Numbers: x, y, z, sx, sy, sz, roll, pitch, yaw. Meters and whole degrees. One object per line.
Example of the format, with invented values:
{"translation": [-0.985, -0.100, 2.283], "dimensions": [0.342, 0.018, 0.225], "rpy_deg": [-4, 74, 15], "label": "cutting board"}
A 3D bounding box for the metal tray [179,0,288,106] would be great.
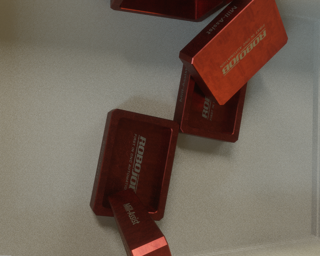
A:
{"translation": [0.097, -0.103, 0.396], "dimensions": [0.130, 0.030, 0.090], "rpy_deg": [-44, 130, -2], "label": "metal tray"}

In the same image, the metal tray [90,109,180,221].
{"translation": [-0.031, 0.047, 0.397], "dimensions": [0.091, 0.030, 0.129], "rpy_deg": [12, 86, -20], "label": "metal tray"}

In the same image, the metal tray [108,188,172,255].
{"translation": [-0.017, 0.126, 0.319], "dimensions": [0.030, 0.130, 0.089], "rpy_deg": [-19, 104, -15], "label": "metal tray"}

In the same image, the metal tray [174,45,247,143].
{"translation": [0.074, -0.050, 0.436], "dimensions": [0.091, 0.030, 0.129], "rpy_deg": [11, 86, -20], "label": "metal tray"}

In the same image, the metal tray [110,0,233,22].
{"translation": [0.012, -0.167, 0.381], "dimensions": [0.131, 0.090, 0.030], "rpy_deg": [1, 90, -20], "label": "metal tray"}
